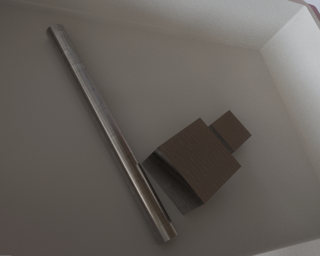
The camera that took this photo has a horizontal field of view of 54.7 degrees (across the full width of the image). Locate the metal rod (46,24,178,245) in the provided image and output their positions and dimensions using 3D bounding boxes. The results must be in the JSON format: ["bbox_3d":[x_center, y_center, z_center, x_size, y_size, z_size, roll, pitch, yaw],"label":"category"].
[{"bbox_3d":[-0.065,-0.004,0.373,0.025,0.025,0.299,-20,73,-36],"label":"metal rod"}]

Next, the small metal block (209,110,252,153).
[{"bbox_3d":[0.099,0.009,0.456,0.050,0.025,0.050,-34,81,-38],"label":"small metal block"}]

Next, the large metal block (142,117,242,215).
[{"bbox_3d":[0.039,0.046,0.384,0.081,0.050,0.080,-33,81,-38],"label":"large metal block"}]
